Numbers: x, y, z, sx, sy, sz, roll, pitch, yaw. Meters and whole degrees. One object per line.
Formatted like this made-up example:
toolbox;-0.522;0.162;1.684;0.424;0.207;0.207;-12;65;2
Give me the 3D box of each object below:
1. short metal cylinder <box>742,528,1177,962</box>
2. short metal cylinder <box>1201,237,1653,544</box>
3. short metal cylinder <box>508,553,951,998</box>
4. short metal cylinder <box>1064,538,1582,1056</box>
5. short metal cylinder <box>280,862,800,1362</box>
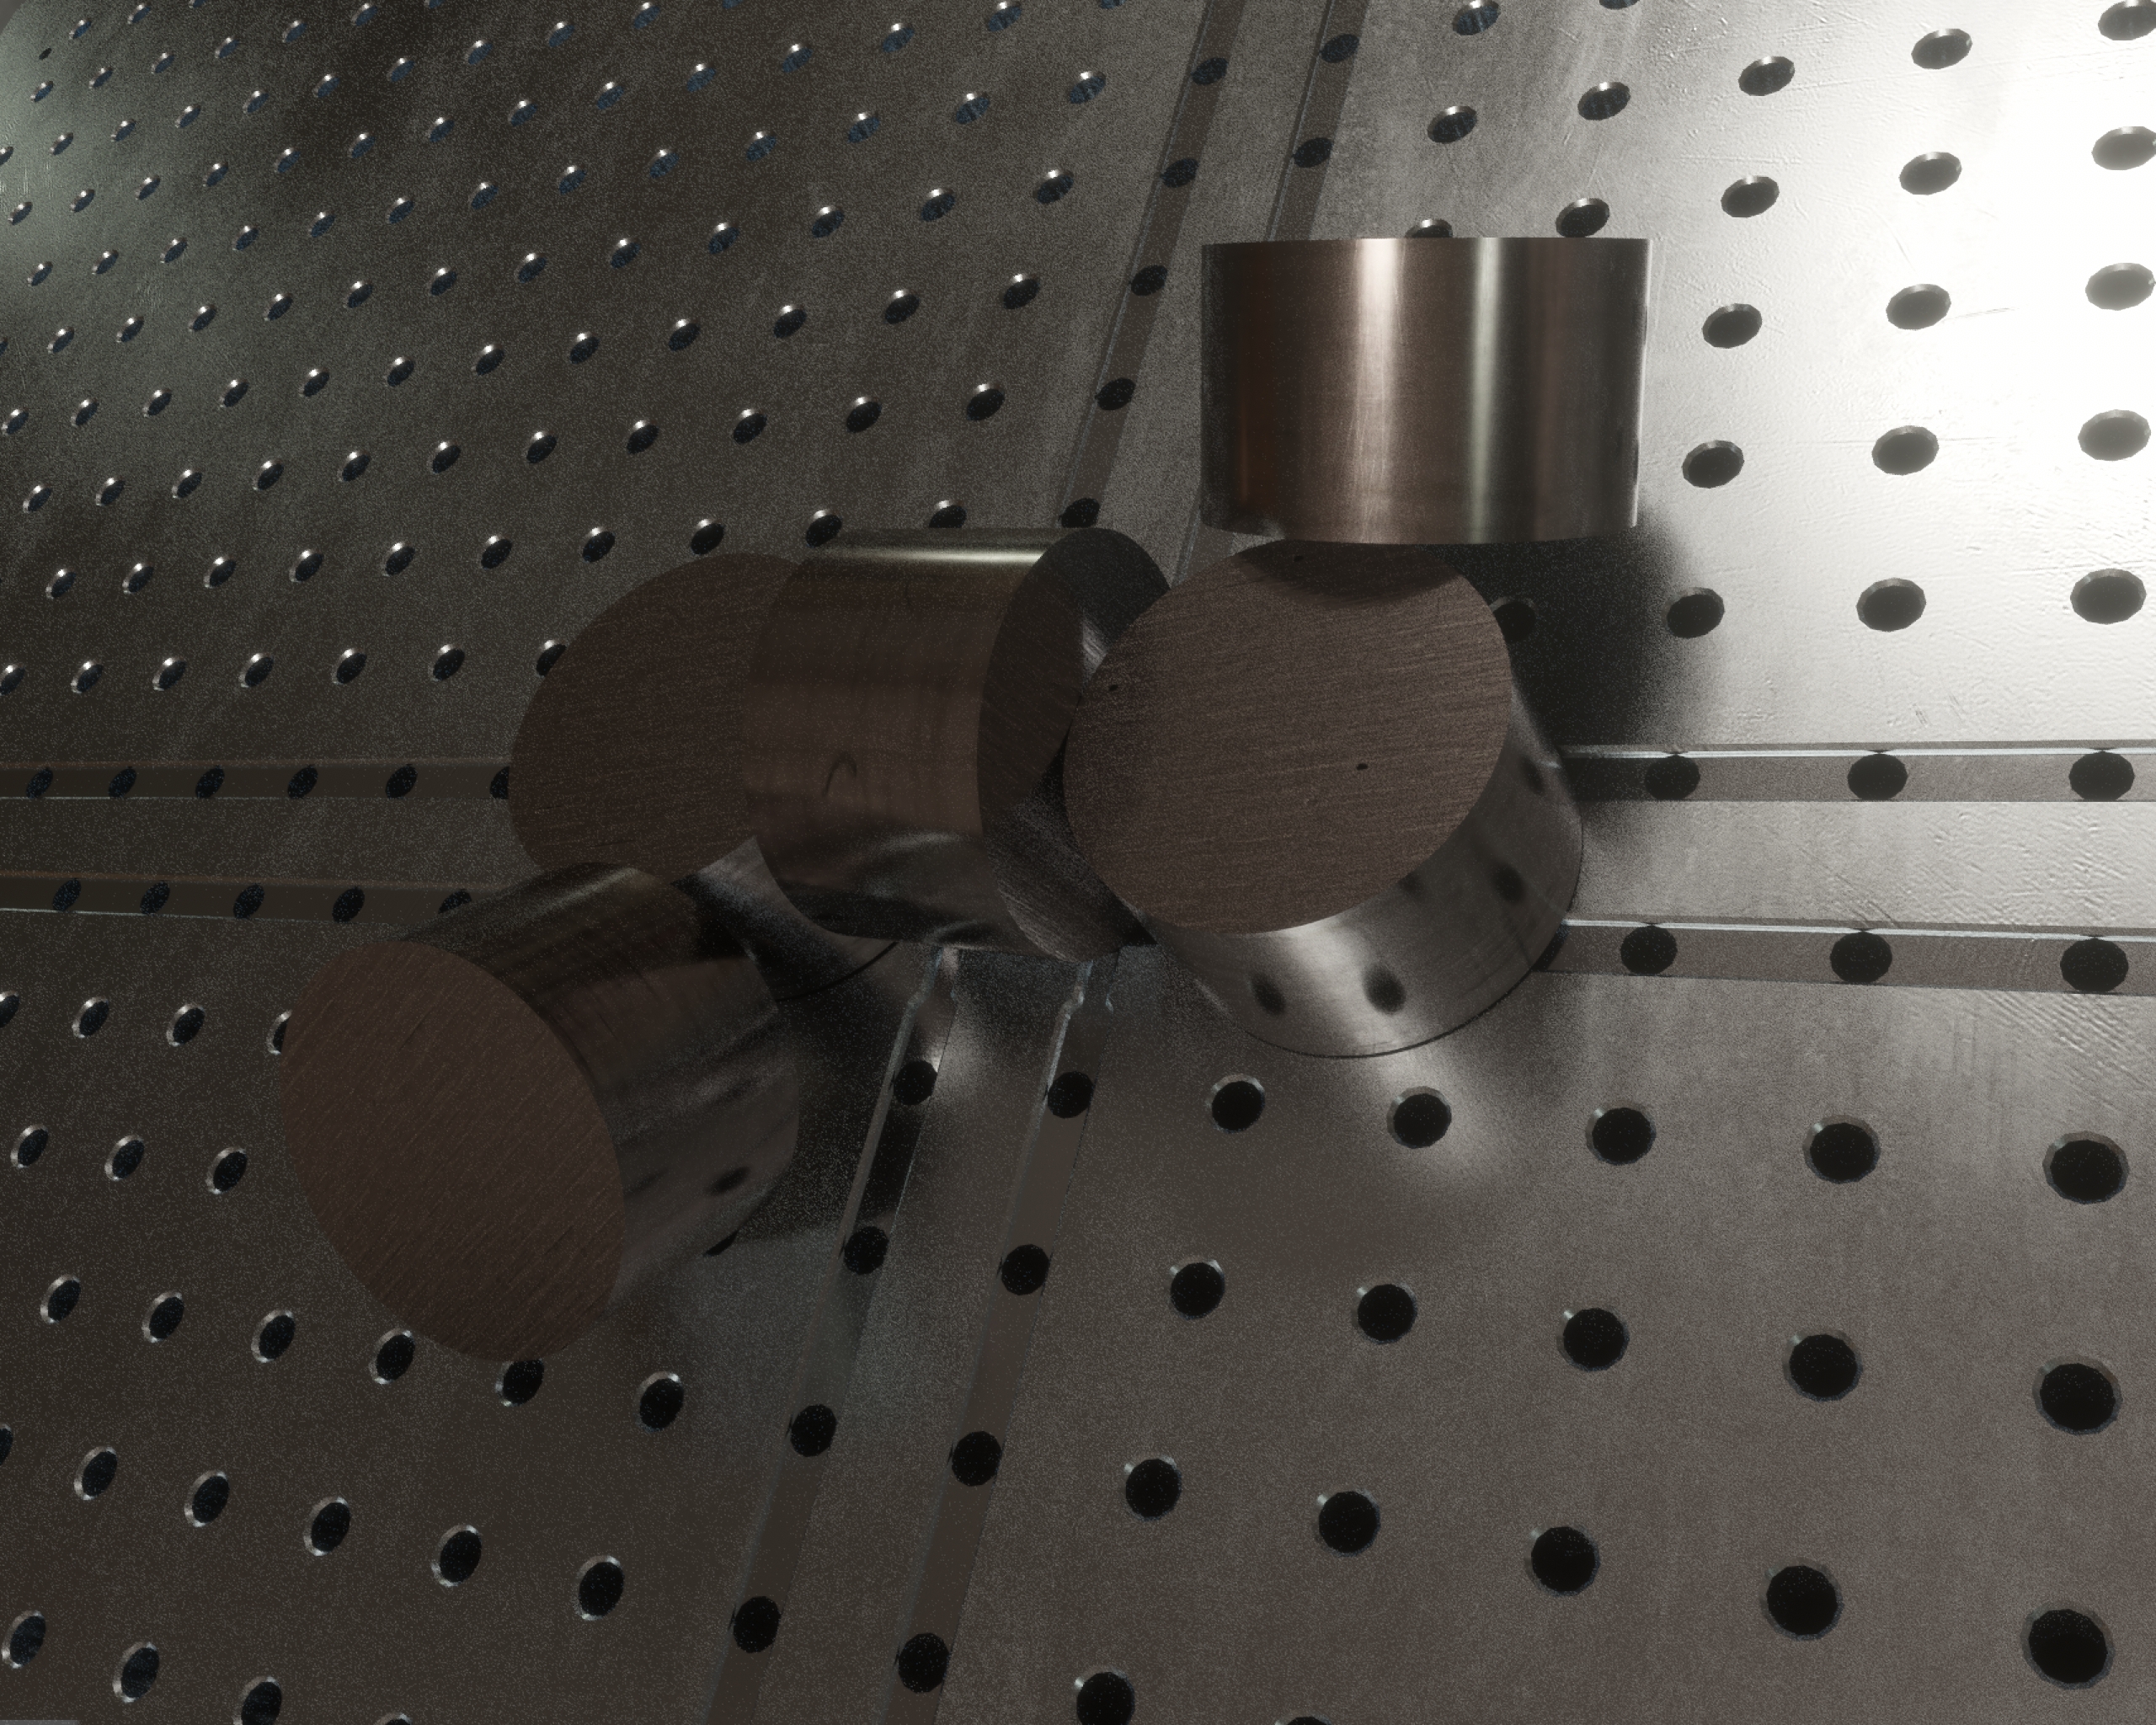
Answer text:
short metal cylinder;-0.018;-0.023;0.395;0.050;0.080;0.080;5;64;30
short metal cylinder;0.063;-0.088;0.385;0.080;0.081;0.050;9;108;32
short metal cylinder;-0.070;-0.018;0.437;0.080;0.050;0.080;-13;56;20
short metal cylinder;0.045;-0.012;0.374;0.080;0.050;0.080;-13;56;20
short metal cylinder;-0.100;0.045;0.389;0.080;0.050;0.079;9;110;26
